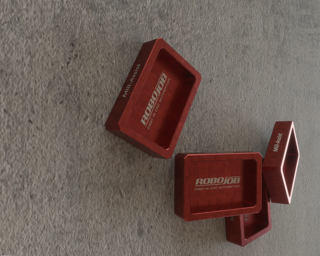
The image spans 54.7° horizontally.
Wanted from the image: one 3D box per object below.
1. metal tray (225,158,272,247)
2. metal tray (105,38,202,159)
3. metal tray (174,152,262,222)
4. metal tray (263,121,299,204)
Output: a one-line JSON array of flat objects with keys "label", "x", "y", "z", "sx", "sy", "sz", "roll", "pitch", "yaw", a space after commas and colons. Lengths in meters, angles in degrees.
[{"label": "metal tray", "x": 0.149, "y": 0.121, "z": 0.525, "sx": 0.091, "sy": 0.030, "sz": 0.129, "roll": -9, "pitch": 96, "yaw": -40}, {"label": "metal tray", "x": -0.003, "y": -0.036, "z": 0.397, "sx": 0.090, "sy": 0.030, "sz": 0.130, "roll": 35, "pitch": 69, "yaw": -35}, {"label": "metal tray", "x": 0.086, "y": 0.081, "z": 0.449, "sx": 0.131, "sy": 0.030, "sz": 0.089, "roll": 1, "pitch": 90, "yaw": -23}, {"label": "metal tray", "x": 0.221, "y": 0.059, "z": 0.559, "sx": 0.130, "sy": 0.030, "sz": 0.090, "roll": -55, "pitch": 131, "yaw": -41}]
